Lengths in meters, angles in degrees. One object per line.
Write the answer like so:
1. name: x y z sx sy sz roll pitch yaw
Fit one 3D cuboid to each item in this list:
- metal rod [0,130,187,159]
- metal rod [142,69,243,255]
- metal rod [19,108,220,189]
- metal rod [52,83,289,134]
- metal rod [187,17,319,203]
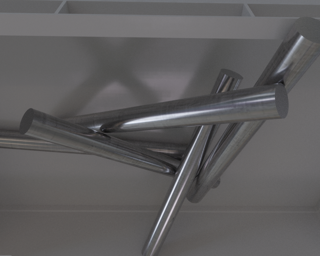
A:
1. metal rod: -0.102 0.024 0.428 0.302 0.025 0.025 5 130 -5
2. metal rod: 0.030 0.066 0.395 0.025 0.025 0.298 14 119 -12
3. metal rod: -0.018 0.038 0.378 0.025 0.025 0.301 -38 140 27
4. metal rod: -0.028 -0.009 0.313 0.300 0.025 0.025 -5 137 41
5. metal rod: 0.073 0.017 0.319 0.025 0.025 0.298 7 147 -6
